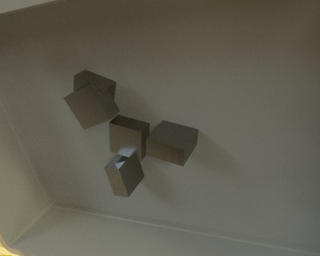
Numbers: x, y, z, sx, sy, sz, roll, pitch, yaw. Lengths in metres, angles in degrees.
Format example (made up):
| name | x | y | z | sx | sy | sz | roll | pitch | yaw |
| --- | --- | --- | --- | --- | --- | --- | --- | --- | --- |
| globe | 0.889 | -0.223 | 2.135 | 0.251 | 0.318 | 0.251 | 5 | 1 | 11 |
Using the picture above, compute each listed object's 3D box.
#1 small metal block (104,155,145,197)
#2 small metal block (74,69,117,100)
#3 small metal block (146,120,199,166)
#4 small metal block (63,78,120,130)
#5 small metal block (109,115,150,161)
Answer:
| name | x | y | z | sx | sy | sz | roll | pitch | yaw |
| --- | --- | --- | --- | --- | --- | --- | --- | --- | --- |
| small metal block | -0.051 | 0.066 | 0.461 | 0.025 | 0.050 | 0.050 | 0 | 118 | 28 |
| small metal block | -0.091 | -0.046 | 0.428 | 0.050 | 0.025 | 0.050 | 23 | 127 | 14 |
| small metal block | 0.016 | 0.018 | 0.395 | 0.050 | 0.050 | 0.025 | 15 | 125 | 20 |
| small metal block | -0.089 | -0.031 | 0.405 | 0.050 | 0.025 | 0.050 | -18 | 109 | 35 |
| small metal block | -0.043 | 0.014 | 0.440 | 0.050 | 0.025 | 0.050 | 16 | 125 | 19 |
